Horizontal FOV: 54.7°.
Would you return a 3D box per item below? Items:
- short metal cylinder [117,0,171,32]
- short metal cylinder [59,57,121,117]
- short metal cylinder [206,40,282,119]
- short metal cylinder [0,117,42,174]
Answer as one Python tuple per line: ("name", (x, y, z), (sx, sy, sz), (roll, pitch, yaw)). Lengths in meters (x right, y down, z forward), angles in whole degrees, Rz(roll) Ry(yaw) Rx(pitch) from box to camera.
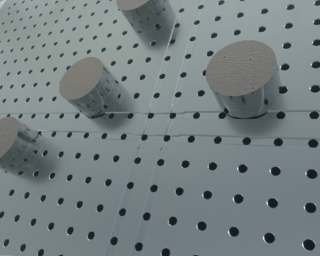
("short metal cylinder", (-0.028, -0.216, 0.539), (0.080, 0.050, 0.080), (-13, 56, 21))
("short metal cylinder", (-0.110, -0.065, 0.490), (0.080, 0.050, 0.080), (-13, 56, 21))
("short metal cylinder", (0.102, -0.058, 0.375), (0.080, 0.050, 0.080), (-13, 56, 21))
("short metal cylinder", (-0.241, 0.028, 0.502), (0.080, 0.050, 0.080), (-13, 56, 21))
